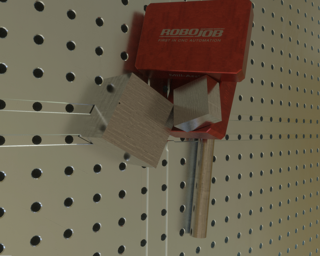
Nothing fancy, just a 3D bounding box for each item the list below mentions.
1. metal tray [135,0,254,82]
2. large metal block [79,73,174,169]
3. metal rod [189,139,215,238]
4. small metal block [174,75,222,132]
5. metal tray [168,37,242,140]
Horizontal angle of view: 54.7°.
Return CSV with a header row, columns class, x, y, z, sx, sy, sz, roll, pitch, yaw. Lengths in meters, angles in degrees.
class,x,y,z,sx,sy,sz,roll,pitch,yaw
metal tray,0.041,-0.106,0.377,0.030,0.130,0.090,29,69,-66
large metal block,-0.033,-0.007,0.367,0.080,0.050,0.080,35,69,-35
metal rod,0.071,0.012,0.471,0.025,0.025,0.298,10,84,-40
small metal block,0.043,-0.028,0.367,0.025,0.050,0.050,24,58,-41
metal tray,0.055,-0.052,0.414,0.030,0.090,0.130,25,74,-39
